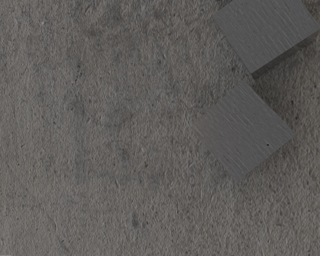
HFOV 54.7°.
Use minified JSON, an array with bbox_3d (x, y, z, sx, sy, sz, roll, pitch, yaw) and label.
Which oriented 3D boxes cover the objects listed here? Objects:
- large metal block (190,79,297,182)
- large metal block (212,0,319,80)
[{"bbox_3d":[0.096,0.003,0.362,0.080,0.050,0.080,-43,77,15],"label":"large metal block"},{"bbox_3d":[0.119,-0.114,0.354,0.080,0.050,0.080,-34,79,17],"label":"large metal block"}]
